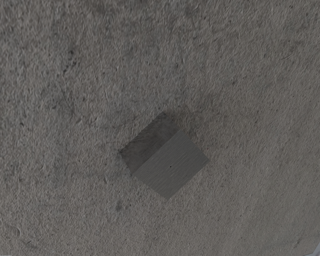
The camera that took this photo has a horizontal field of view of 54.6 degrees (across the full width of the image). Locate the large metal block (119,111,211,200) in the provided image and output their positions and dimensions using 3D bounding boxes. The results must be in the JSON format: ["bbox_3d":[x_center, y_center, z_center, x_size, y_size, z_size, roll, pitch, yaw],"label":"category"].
[{"bbox_3d":[0.007,0.038,0.418,0.080,0.050,0.080,-44,129,2],"label":"large metal block"}]
